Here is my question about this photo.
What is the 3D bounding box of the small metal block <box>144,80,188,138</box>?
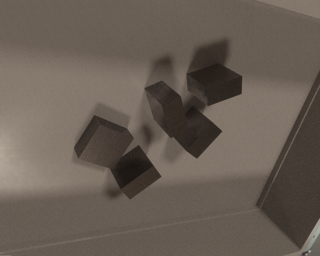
[{"bbox_3d":[0.008,-0.024,0.384,0.025,0.050,0.050,-26,128,-13],"label":"small metal block"}]

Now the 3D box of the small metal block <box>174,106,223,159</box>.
[{"bbox_3d":[0.048,0.005,0.424,0.050,0.050,0.025,-48,129,5],"label":"small metal block"}]

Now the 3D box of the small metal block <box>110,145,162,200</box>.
[{"bbox_3d":[-0.034,0.058,0.411,0.050,0.050,0.025,-35,129,-5],"label":"small metal block"}]

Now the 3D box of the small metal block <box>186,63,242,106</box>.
[{"bbox_3d":[0.069,-0.057,0.397,0.050,0.050,0.025,-20,127,-17],"label":"small metal block"}]

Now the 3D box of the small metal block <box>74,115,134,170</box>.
[{"bbox_3d":[-0.069,0.019,0.384,0.050,0.025,0.050,25,105,-37],"label":"small metal block"}]
